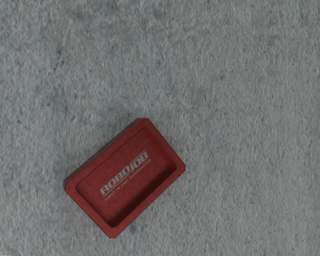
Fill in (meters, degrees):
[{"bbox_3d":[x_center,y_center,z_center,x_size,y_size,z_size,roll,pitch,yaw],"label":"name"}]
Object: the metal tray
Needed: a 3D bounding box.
[{"bbox_3d":[-0.042,0.060,0.391,0.130,0.030,0.090,-42,104,-16],"label":"metal tray"}]
